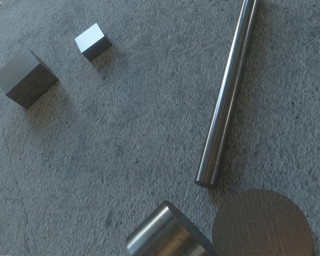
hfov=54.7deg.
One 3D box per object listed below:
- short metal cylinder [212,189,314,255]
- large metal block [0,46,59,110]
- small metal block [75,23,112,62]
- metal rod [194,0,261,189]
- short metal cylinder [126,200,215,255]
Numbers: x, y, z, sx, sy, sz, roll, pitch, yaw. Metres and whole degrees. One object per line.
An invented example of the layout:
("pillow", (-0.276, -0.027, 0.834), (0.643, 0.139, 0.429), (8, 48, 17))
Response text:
("short metal cylinder", (0.093, 0.101, 0.277), (0.080, 0.050, 0.080), (-13, 56, 21))
("large metal block", (-0.248, -0.094, 0.576), (0.080, 0.050, 0.080), (-45, 51, -3))
("small metal block", (-0.122, -0.156, 0.564), (0.050, 0.025, 0.050), (-35, 51, 4))
("metal rod", (0.094, -0.069, 0.396), (0.025, 0.025, 0.300), (5, 64, 30))
("short metal cylinder", (0.015, 0.114, 0.291), (0.050, 0.080, 0.080), (-45, 51, -2))
